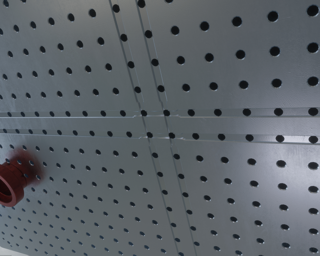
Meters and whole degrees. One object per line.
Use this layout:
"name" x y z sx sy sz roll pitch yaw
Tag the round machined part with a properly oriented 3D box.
"round machined part" -0.317 0.111 0.636 0.098 0.042 0.097 13 124 21
